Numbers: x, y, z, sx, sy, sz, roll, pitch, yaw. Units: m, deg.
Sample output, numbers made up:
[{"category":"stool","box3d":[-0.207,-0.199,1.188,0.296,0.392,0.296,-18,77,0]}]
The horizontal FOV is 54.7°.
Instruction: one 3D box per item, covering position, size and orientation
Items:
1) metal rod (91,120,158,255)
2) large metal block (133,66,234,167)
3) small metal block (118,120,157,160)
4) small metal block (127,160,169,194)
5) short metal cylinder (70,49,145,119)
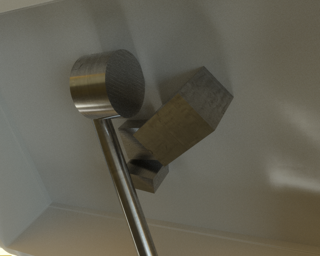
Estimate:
[{"category":"metal rod","box3d":[-0.049,0.071,0.404,0.025,0.025,0.299,-24,83,36]},{"category":"large metal block","box3d":[0.028,-0.014,0.349,0.050,0.080,0.080,46,129,-4]},{"category":"small metal block","box3d":[-0.024,0.016,0.430,0.050,0.025,0.050,-2,118,28]},{"category":"small metal block","box3d":[-0.021,0.062,0.440,0.050,0.050,0.025,10,123,22]},{"category":"short metal cylinder","box3d":[-0.061,-0.051,0.372,0.050,0.080,0.080,-1,118,28]}]
